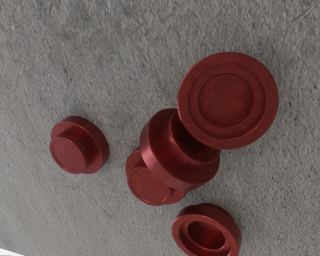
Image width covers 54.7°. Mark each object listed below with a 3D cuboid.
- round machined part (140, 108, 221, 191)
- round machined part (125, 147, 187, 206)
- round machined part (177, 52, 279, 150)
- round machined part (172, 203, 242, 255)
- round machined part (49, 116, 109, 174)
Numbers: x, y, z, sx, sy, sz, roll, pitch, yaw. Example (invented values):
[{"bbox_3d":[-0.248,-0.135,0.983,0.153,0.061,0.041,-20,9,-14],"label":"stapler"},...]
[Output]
[{"bbox_3d":[0.030,0.018,0.352,0.098,0.098,0.042,43,135,-2],"label":"round machined part"},{"bbox_3d":[-0.008,0.073,0.445,0.098,0.042,0.097,13,124,21],"label":"round machined part"},{"bbox_3d":[0.069,-0.030,0.326,0.099,0.042,0.097,1,103,6],"label":"round machined part"},{"bbox_3d":[0.070,0.149,0.451,0.098,0.042,0.097,13,124,21],"label":"round machined part"},{"bbox_3d":[-0.133,0.033,0.487,0.098,0.042,0.097,13,124,21],"label":"round machined part"}]
